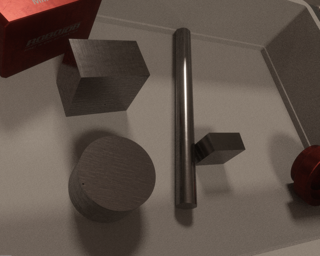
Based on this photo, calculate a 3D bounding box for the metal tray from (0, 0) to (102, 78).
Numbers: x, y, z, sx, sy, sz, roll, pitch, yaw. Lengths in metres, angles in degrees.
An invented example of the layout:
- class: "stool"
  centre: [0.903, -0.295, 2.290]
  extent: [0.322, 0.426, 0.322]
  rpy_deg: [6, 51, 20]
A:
- class: "metal tray"
  centre: [-0.134, -0.119, 0.364]
  extent: [0.030, 0.090, 0.131]
  rpy_deg: [47, 51, 4]

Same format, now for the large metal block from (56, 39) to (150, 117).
- class: "large metal block"
  centre: [-0.070, -0.059, 0.369]
  extent: [0.081, 0.080, 0.050]
  rpy_deg: [-8, 66, -32]

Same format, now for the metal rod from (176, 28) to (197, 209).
- class: "metal rod"
  centre: [0.036, -0.034, 0.447]
  extent: [0.025, 0.025, 0.299]
  rpy_deg: [15, 55, -20]

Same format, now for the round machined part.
- class: "round machined part"
  centre: [0.237, 0.064, 0.463]
  extent: [0.099, 0.097, 0.042]
  rpy_deg: [2, 23, -28]

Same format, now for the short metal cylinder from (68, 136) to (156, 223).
- class: "short metal cylinder"
  centre: [-0.052, 0.055, 0.329]
  extent: [0.081, 0.050, 0.080]
  rpy_deg: [14, 56, -21]

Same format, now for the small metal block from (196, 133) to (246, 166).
- class: "small metal block"
  centre: [0.076, 0.029, 0.415]
  extent: [0.050, 0.050, 0.025]
  rpy_deg: [0, 62, -28]
